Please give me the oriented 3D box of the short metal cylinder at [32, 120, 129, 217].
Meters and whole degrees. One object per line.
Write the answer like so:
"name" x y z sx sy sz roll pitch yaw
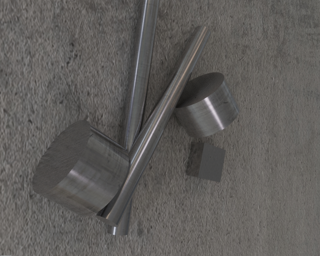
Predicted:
"short metal cylinder" -0.077 0.039 0.304 0.050 0.080 0.080 42 65 -32

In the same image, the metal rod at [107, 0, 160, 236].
"metal rod" -0.030 -0.025 0.378 0.025 0.025 0.298 12 82 -39

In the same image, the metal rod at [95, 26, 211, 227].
"metal rod" 0.005 -0.024 0.383 0.025 0.025 0.300 46 55 -30

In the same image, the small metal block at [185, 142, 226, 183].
"small metal block" 0.069 0.051 0.462 0.050 0.025 0.050 20 78 -38

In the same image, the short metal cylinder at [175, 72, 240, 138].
"short metal cylinder" 0.059 -0.032 0.418 0.080 0.080 0.050 -47 119 -29
